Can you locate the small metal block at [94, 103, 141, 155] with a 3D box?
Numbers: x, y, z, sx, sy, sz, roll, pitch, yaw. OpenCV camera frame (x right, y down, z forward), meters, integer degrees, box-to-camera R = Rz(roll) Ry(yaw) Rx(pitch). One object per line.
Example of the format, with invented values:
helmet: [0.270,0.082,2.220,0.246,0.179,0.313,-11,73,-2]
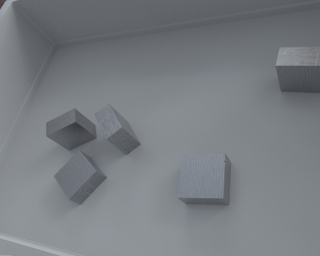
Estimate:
small metal block: [-0.057,0.002,0.419,0.025,0.050,0.050,-37,51,4]

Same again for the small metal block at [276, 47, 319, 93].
small metal block: [0.160,-0.064,0.345,0.050,0.050,0.025,7,65,31]

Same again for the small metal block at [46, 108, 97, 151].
small metal block: [-0.130,0.003,0.456,0.050,0.050,0.025,-25,53,13]

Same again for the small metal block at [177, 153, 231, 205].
small metal block: [0.050,0.057,0.344,0.050,0.025,0.050,-5,59,25]

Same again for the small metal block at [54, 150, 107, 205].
small metal block: [-0.109,0.067,0.422,0.050,0.025,0.050,-47,51,-5]
